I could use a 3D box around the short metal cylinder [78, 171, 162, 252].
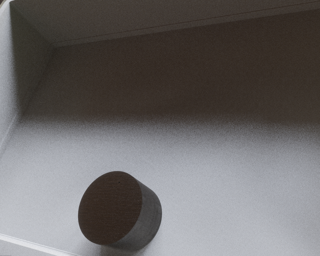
[{"bbox_3d":[-0.045,0.096,0.353,0.080,0.050,0.080,-13,56,20],"label":"short metal cylinder"}]
